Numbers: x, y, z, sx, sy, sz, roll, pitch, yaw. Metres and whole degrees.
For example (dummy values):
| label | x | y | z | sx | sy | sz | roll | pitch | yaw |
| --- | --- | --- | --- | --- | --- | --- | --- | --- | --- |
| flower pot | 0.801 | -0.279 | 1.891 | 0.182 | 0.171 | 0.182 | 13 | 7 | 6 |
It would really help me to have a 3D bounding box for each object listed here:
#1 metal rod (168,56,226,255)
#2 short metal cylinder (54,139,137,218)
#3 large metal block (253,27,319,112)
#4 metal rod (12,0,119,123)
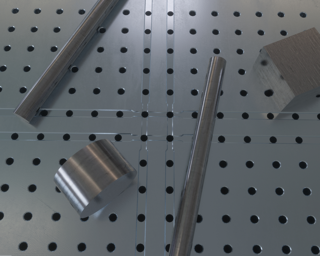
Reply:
| label | x | y | z | sx | sy | sz | roll | pitch | yaw |
| --- | --- | --- | --- | --- | --- | --- | --- | --- | --- |
| metal rod | 0.049 | 0.041 | 0.396 | 0.025 | 0.025 | 0.299 | 13 | 70 | 4 |
| short metal cylinder | -0.074 | 0.058 | 0.361 | 0.080 | 0.080 | 0.050 | -39 | 75 | -13 |
| large metal block | 0.191 | -0.081 | 0.429 | 0.080 | 0.050 | 0.080 | -22 | 72 | -8 |
| metal rod | -0.115 | -0.138 | 0.461 | 0.025 | 0.025 | 0.300 | 27 | 72 | 9 |
